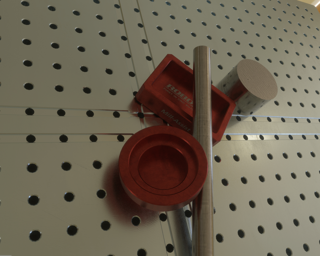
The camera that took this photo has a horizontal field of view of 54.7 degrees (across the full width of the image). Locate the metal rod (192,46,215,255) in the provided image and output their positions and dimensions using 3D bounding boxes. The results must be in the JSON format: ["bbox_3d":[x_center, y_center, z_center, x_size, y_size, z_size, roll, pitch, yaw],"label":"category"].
[{"bbox_3d":[0.054,0.027,0.390,0.025,0.025,0.299,12,66,-22],"label":"metal rod"}]

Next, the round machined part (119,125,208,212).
[{"bbox_3d":[0.003,0.049,0.357,0.099,0.042,0.098,2,57,-3],"label":"round machined part"}]

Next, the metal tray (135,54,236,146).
[{"bbox_3d":[0.041,-0.040,0.452,0.130,0.030,0.090,36,51,-5],"label":"metal tray"}]

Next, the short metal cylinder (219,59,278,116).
[{"bbox_3d":[0.146,-0.067,0.514,0.081,0.050,0.080,14,56,-21],"label":"short metal cylinder"}]
